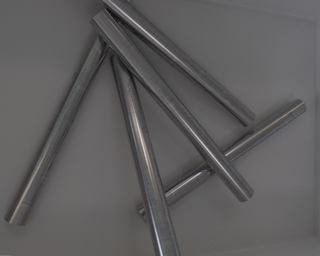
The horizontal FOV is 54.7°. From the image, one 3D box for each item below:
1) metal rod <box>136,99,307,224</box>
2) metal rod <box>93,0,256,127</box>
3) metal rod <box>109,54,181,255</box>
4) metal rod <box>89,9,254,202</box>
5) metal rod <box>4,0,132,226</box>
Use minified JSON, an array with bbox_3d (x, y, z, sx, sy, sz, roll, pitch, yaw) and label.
[{"bbox_3d":[0.099,0.039,0.446,0.302,0.025,0.025,-31,100,-17],"label":"metal rod"},{"bbox_3d":[0.019,-0.093,0.400,0.301,0.025,0.025,36,79,-23],"label":"metal rod"},{"bbox_3d":[-0.014,0.047,0.342,0.025,0.025,0.299,-8,69,-20],"label":"metal rod"},{"bbox_3d":[0.024,-0.018,0.390,0.025,0.025,0.300,-44,105,-14],"label":"metal rod"},{"bbox_3d":[-0.105,-0.031,0.371,0.025,0.025,0.299,26,81,-18],"label":"metal rod"}]
